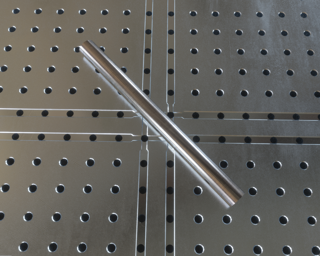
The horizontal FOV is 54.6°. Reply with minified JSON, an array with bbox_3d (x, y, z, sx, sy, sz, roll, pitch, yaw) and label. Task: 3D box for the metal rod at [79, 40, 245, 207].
[{"bbox_3d":[-0.006,-0.015,0.418,0.025,0.025,0.300,-41,75,-13],"label":"metal rod"}]
